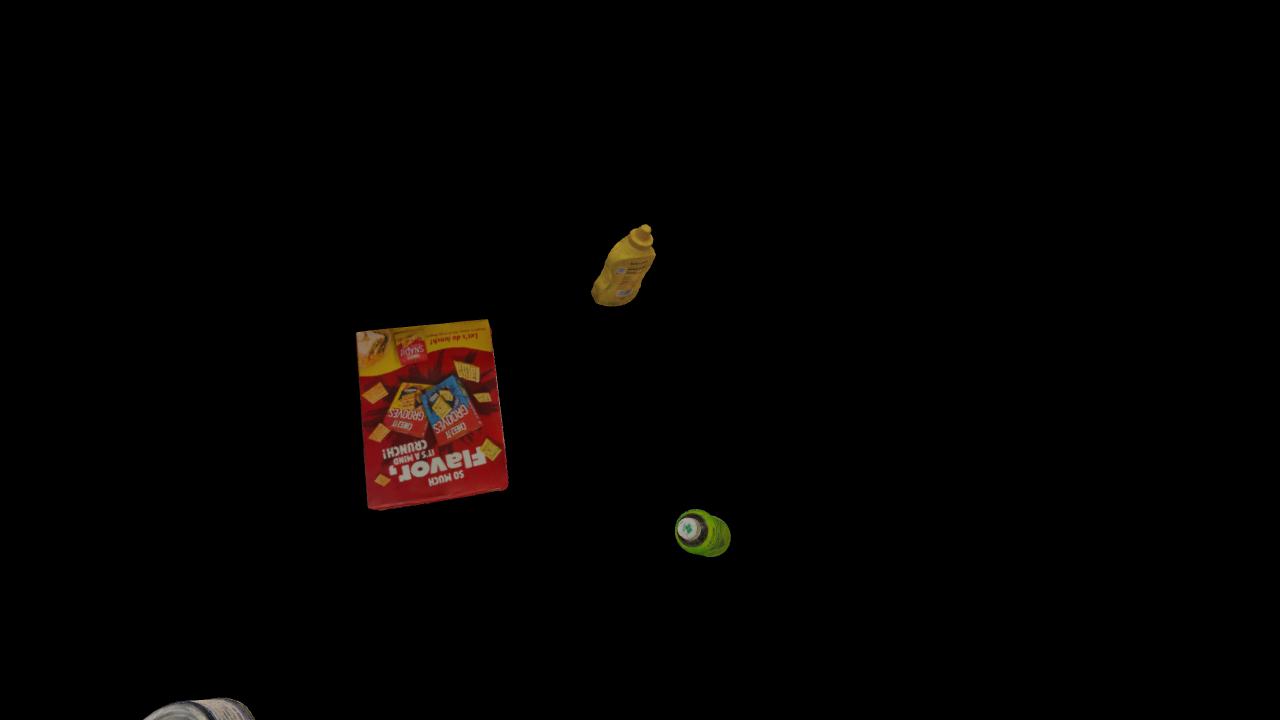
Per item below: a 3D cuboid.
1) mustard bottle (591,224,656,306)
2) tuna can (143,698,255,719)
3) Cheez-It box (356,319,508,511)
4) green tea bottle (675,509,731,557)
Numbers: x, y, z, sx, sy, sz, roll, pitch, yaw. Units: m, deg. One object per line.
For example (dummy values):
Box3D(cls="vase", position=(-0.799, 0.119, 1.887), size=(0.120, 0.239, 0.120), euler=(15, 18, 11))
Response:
Box3D(cls="mustard bottle", position=(-0.019, -0.169, 1.081), size=(0.092, 0.054, 0.184), euler=(-7, -29, -27))
Box3D(cls="tuna can", position=(-0.285, 0.259, 0.383), size=(0.084, 0.084, 0.034), euler=(0, -25, 15))
Box3D(cls="Cheez-It box", position=(-0.263, 0.067, 0.787), size=(0.166, 0.223, 0.071), euler=(-7, -13, -15))
Box3D(cls="green tea bottle", position=(0.098, 0.280, 0.997), size=(0.073, 0.073, 0.212), euler=(0, -20, 19))
